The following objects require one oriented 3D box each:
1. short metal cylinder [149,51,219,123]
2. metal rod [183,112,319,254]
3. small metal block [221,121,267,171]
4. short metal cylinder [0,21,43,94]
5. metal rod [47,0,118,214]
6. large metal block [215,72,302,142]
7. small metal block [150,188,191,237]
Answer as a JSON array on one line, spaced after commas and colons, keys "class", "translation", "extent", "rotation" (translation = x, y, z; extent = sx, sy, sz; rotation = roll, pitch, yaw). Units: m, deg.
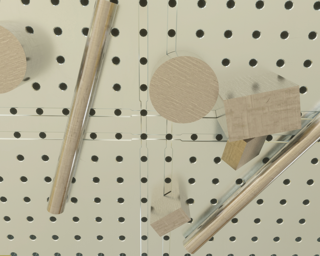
[{"class": "short metal cylinder", "translation": [0.028, -0.051, 0.381], "extent": [0.081, 0.050, 0.079], "rotation": [0, 110, 0]}, {"class": "metal rod", "translation": [0.141, 0.077, 0.442], "extent": [0.025, 0.025, 0.299], "rotation": [38, 105, -13]}, {"class": "small metal block", "translation": [0.110, 0.020, 0.399], "extent": [0.050, 0.025, 0.050], "rotation": [-25, 141, -33]}, {"class": "short metal cylinder", "translation": [-0.189, -0.085, 0.367], "extent": [0.081, 0.050, 0.079], "rotation": [0, 110, 0]}, {"class": "metal rod", "translation": [-0.107, -0.014, 0.407], "extent": [0.025, 0.025, 0.298], "rotation": [17, 109, -6]}, {"class": "large metal block", "translation": [0.112, -0.028, 0.374], "extent": [0.080, 0.080, 0.050], "rotation": [-11, 110, 4]}, {"class": "small metal block", "translation": [0.014, 0.120, 0.444], "extent": [0.050, 0.050, 0.025], "rotation": [-32, 107, 11]}]
